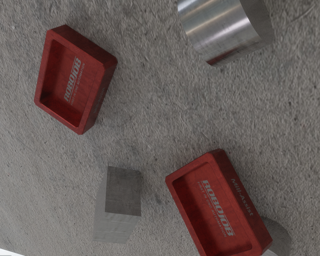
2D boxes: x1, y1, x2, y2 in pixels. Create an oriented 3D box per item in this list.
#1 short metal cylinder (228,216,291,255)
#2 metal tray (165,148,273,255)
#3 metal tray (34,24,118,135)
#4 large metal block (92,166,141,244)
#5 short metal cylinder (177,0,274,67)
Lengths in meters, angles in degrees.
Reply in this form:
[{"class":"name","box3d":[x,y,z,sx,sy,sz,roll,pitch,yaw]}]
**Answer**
[{"class":"short metal cylinder","box3d":[0.134,0.167,0.423,0.080,0.050,0.079,13,124,21]},{"class":"metal tray","box3d":[0.070,0.103,0.396,0.090,0.030,0.130,-38,72,38]},{"class":"metal tray","box3d":[-0.121,-0.062,0.428,0.090,0.030,0.129,34,129,5]},{"class":"large metal block","box3d":[-0.066,0.117,0.469,0.050,0.080,0.079,12,130,-17]},{"class":"short metal cylinder","box3d":[0.060,-0.101,0.277,0.050,0.080,0.080,-20,108,36]}]
